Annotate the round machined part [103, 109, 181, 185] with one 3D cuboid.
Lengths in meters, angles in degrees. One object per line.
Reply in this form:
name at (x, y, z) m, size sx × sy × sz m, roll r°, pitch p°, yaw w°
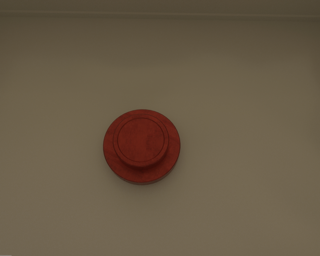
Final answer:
round machined part at (-0.023, 0.021, 0.393) m, size 0.099 × 0.042 × 0.098 m, roll 0°, pitch 70°, yaw -1°
